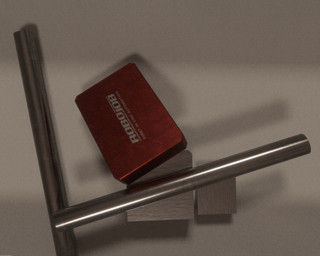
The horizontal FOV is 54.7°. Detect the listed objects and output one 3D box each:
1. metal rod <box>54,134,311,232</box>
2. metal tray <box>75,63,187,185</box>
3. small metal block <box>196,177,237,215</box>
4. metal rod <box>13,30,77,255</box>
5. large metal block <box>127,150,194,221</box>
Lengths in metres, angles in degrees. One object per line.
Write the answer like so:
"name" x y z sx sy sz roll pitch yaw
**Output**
"metal rod" 0.026 0.063 0.361 0.302 0.025 0.025 -17 90 -1
"metal tray" -0.038 -0.008 0.381 0.090 0.030 0.130 -33 64 -1
"small metal block" 0.073 0.087 0.413 0.050 0.025 0.050 -2 90 -1
"metal rod" -0.152 0.022 0.409 0.025 0.025 0.298 -11 90 0
"large metal block" 0.000 0.072 0.399 0.081 0.050 0.079 -2 90 -1
